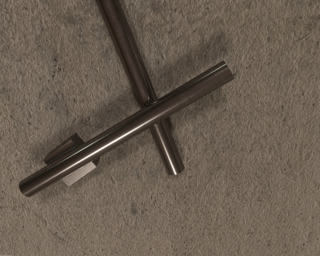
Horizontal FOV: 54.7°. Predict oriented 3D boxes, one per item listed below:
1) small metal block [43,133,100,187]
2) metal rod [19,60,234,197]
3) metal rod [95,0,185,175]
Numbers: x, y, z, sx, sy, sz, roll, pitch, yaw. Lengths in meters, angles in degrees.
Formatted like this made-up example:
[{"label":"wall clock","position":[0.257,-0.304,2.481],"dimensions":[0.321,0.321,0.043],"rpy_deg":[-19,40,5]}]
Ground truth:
[{"label":"small metal block","position":[-0.120,0.043,0.424],"dimensions":[0.050,0.025,0.050],"rpy_deg":[-35,107,11]},{"label":"metal rod","position":[-0.049,0.006,0.383],"dimensions":[0.300,0.025,0.025],"rpy_deg":[-30,108,10]},{"label":"metal rod","position":[-0.030,-0.072,0.382],"dimensions":[0.025,0.025,0.299],"rpy_deg":[-20,109,7]}]
